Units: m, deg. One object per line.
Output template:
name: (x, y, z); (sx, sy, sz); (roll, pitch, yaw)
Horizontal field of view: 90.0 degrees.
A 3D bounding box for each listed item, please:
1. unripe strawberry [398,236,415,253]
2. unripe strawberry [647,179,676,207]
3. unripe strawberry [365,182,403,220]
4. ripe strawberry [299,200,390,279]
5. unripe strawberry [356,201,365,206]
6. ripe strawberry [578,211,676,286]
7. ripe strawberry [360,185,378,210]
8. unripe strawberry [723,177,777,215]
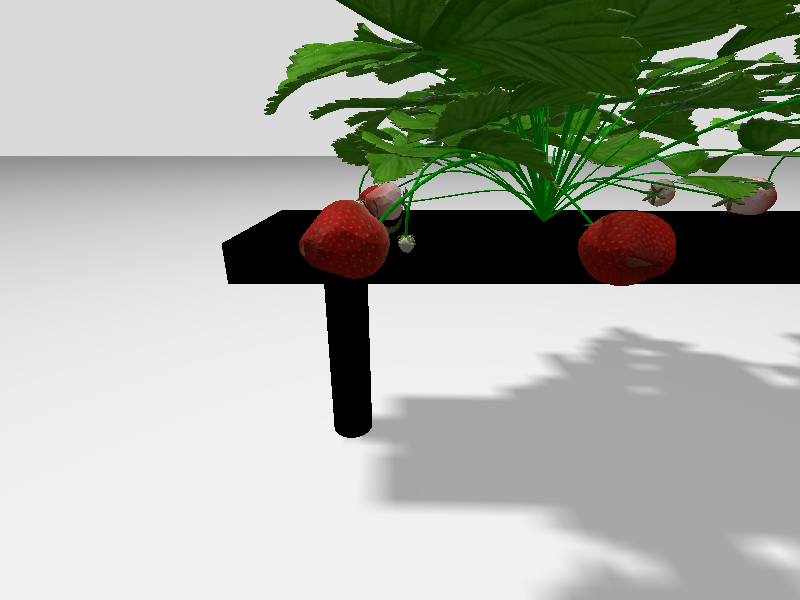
unripe strawberry: (0.004, -0.032, 0.231); (0.009, 0.010, 0.010); (20, 29, 41)
unripe strawberry: (0.279, -0.114, 0.425); (0.027, 0.029, 0.025); (-11, 24, -28)
unripe strawberry: (-0.014, -0.087, 0.356); (0.034, 0.033, 0.031); (2, 21, 6)
ripe strawberry: (-0.028, -0.029, 0.192); (0.042, 0.036, 0.042); (19, 30, 40)
unripe strawberry: (-0.037, -0.084, 0.363); (0.010, 0.011, 0.011); (2, 21, 6)
ripe strawberry: (0.101, -0.022, 0.178); (0.039, 0.035, 0.035); (3, 22, 7)
ripe strawberry: (-0.027, -0.101, 0.396); (0.028, 0.024, 0.028); (-2, 19, 22)
unripe strawberry: (0.323, -0.095, 0.367); (0.040, 0.034, 0.039); (-2, 21, -7)
